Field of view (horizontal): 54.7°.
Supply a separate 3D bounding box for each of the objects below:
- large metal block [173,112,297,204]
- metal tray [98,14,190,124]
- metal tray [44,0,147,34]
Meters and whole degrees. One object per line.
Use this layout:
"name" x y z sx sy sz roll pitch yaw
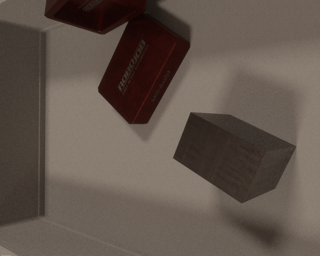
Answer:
"large metal block" 0.075 0.024 0.308 0.080 0.081 0.050 31 109 35
"metal tray" -0.027 -0.081 0.424 0.090 0.030 0.129 44 116 30
"metal tray" -0.087 -0.163 0.403 0.130 0.091 0.030 2 85 56
